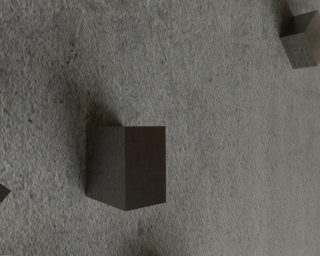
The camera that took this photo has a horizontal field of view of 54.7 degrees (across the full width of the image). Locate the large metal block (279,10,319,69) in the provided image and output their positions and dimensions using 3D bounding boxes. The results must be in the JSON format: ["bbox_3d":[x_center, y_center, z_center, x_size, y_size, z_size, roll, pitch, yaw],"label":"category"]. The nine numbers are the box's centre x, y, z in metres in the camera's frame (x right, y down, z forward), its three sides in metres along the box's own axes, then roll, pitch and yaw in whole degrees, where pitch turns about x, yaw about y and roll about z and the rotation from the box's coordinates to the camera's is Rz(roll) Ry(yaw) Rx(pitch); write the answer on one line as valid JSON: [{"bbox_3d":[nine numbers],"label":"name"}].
[{"bbox_3d":[0.299,-0.181,0.639,0.080,0.050,0.080,-52,121,-27],"label":"large metal block"}]

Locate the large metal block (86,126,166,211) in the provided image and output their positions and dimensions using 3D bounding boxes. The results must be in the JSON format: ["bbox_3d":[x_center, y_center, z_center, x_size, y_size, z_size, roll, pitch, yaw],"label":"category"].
[{"bbox_3d":[-0.039,0.038,0.336,0.050,0.080,0.080,-1,91,-40],"label":"large metal block"}]

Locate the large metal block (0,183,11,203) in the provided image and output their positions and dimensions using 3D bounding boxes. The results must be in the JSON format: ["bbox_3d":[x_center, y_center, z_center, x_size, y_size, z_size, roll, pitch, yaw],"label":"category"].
[{"bbox_3d":[-0.182,0.055,0.236,0.080,0.050,0.080,49,61,-29],"label":"large metal block"}]
